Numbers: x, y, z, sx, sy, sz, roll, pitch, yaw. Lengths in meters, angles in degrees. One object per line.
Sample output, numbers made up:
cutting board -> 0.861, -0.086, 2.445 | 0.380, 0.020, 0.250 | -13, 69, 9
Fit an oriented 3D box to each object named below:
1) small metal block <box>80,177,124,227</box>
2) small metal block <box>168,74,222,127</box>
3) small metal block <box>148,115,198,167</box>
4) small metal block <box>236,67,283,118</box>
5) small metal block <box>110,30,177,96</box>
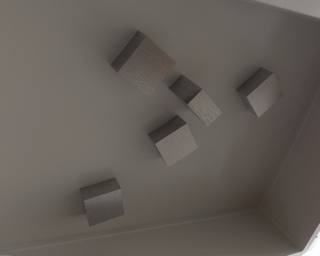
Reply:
small metal block -> -0.079, 0.102, 0.428 | 0.050, 0.025, 0.050 | -15, 125, -20
small metal block -> 0.045, -0.035, 0.395 | 0.025, 0.050, 0.050 | -45, 129, 3
small metal block -> 0.018, 0.019, 0.430 | 0.050, 0.025, 0.050 | -33, 129, -7
small metal block -> 0.147, -0.052, 0.457 | 0.050, 0.025, 0.050 | -42, 130, 1
small metal block -> -0.019, -0.073, 0.353 | 0.050, 0.025, 0.050 | 34, 99, -39
